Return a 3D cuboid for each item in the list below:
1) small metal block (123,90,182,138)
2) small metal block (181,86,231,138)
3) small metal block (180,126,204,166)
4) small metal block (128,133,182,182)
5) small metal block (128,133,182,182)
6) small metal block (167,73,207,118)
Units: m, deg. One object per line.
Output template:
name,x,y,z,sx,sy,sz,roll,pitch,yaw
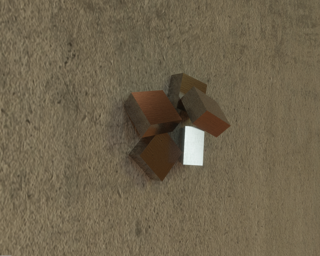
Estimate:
small metal block,-0.009,-0.019,0.384,0.050,0.025,0.050,-10,59,-40
small metal block,0.060,-0.021,0.408,0.050,0.025,0.050,27,30,-37
small metal block,0.043,0.024,0.426,0.025,0.050,0.050,4,87,-2
small metal block,-0.005,0.033,0.404,0.050,0.025,0.050,-53,121,-27
small metal block,-0.005,0.033,0.404,0.050,0.025,0.050,-53,121,-27
small metal block,0.037,-0.045,0.440,0.050,0.025,0.050,18,79,-39
